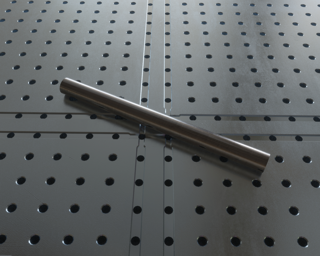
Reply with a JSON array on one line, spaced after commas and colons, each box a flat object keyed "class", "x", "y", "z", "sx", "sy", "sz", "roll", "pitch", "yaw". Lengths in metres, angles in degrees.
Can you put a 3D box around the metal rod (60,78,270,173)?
[{"class": "metal rod", "x": -0.006, "y": -0.010, "z": 0.416, "sx": 0.301, "sy": 0.025, "sz": 0.025, "roll": 21, "pitch": 53, "yaw": 16}]
